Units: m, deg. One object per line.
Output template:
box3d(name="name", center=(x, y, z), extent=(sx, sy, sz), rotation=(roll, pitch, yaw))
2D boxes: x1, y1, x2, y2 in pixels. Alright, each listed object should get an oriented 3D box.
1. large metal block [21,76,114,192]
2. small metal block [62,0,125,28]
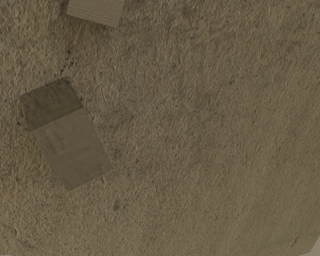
box3d(name="large metal block", center=(-0.096, 0.004, 0.322), extent=(0.050, 0.080, 0.080), rotation=(-27, 128, -12))
box3d(name="small metal block", center=(-0.061, -0.129, 0.295), extent=(0.050, 0.025, 0.050), rotation=(6, 116, -32))
